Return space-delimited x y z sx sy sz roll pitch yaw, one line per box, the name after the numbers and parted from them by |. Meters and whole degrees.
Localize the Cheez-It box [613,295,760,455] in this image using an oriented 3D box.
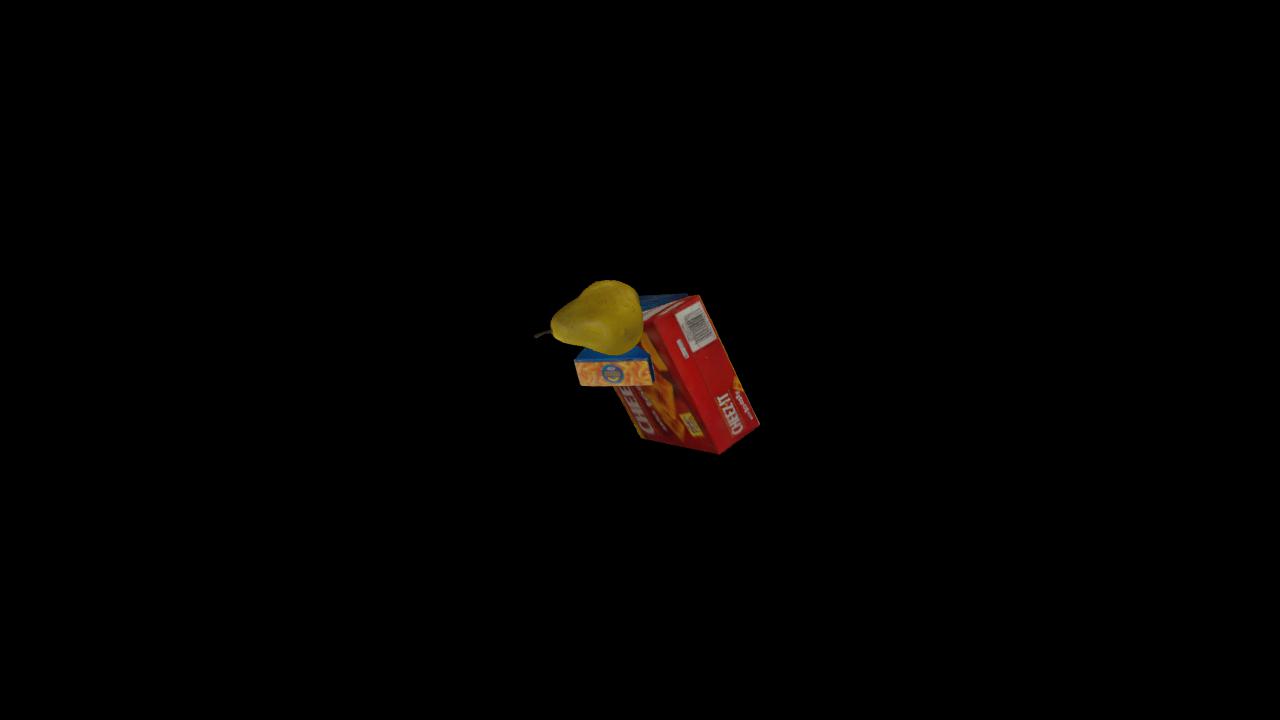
0.031 0.020 0.756 0.071 0.166 0.223 -30 10 -21 | Cheez-It box

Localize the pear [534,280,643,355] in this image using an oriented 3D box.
-0.054 -0.040 0.633 0.111 0.080 0.080 -6 1 -8 | pear

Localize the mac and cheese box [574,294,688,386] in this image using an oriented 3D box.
-0.003 -0.029 0.763 0.093 0.041 0.184 0 29 21 | mac and cheese box
